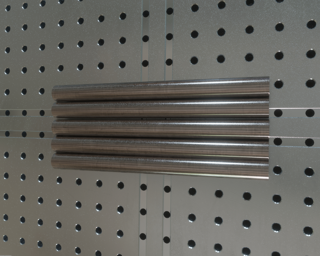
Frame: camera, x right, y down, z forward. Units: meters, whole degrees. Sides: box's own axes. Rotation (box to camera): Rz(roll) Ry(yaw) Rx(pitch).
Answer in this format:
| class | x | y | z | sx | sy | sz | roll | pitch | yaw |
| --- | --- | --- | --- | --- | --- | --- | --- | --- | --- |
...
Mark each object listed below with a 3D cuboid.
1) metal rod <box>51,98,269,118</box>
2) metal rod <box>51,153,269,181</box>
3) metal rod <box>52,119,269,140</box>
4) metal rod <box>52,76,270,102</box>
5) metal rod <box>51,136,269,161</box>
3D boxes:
| class | x | y | z | sx | sy | sz | roll | pitch | yaw |
| --- | --- | --- | --- | --- | --- | --- | --- | --- | --- |
| metal rod | -0.013 | -0.025 | 0.416 | 0.301 | 0.025 | 0.025 | 1 | 90 | 19 |
| metal rod | -0.013 | 0.050 | 0.416 | 0.301 | 0.025 | 0.025 | 0 | 90 | 19 |
| metal rod | -0.013 | 0.001 | 0.416 | 0.301 | 0.025 | 0.025 | 1 | 90 | 19 |
| metal rod | -0.012 | -0.050 | 0.416 | 0.301 | 0.025 | 0.025 | 1 | 90 | 19 |
| metal rod | -0.013 | 0.026 | 0.416 | 0.301 | 0.025 | 0.025 | 1 | 90 | 19 |
